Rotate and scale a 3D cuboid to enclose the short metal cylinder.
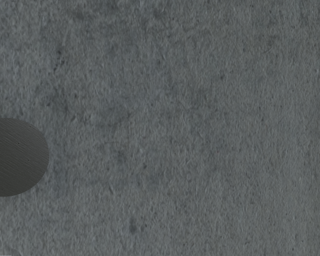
[{"bbox_3d":[-0.163,0.029,0.336,0.081,0.050,0.079,0,90,-21],"label":"short metal cylinder"}]
